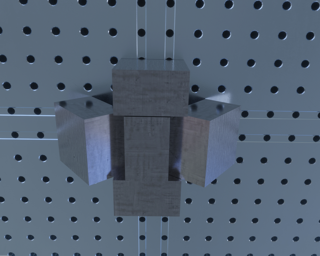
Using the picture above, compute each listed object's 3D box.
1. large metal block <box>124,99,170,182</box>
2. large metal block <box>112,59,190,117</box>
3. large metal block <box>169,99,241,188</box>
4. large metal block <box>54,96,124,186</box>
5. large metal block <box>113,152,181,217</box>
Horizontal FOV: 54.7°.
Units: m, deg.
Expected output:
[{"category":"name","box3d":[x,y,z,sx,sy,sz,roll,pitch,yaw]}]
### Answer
[{"category":"large metal block","box3d":[-0.015,0.011,0.387,0.050,0.080,0.079,1,110,-1]},{"category":"large metal block","box3d":[-0.010,-0.050,0.364,0.081,0.080,0.050,1,110,-1]},{"category":"large metal block","box3d":[0.056,0.014,0.381,0.050,0.081,0.079,15,114,34]},{"category":"large metal block","box3d":[-0.086,0.012,0.380,0.050,0.080,0.079,-16,116,-37]},{"category":"large metal block","box3d":[-0.016,0.071,0.409,0.081,0.080,0.050,1,110,-1]}]
